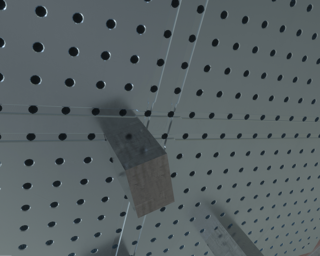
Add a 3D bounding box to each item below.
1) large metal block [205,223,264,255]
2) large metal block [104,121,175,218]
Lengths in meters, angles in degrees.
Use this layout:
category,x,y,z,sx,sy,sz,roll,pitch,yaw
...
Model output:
category,x,y,z,sx,sy,sz,roll,pitch,yaw
large metal block,0.149,0.240,0.604,0.080,0.080,0.050,29,103,-38
large metal block,-0.026,0.050,0.392,0.050,0.080,0.080,-21,126,-16
